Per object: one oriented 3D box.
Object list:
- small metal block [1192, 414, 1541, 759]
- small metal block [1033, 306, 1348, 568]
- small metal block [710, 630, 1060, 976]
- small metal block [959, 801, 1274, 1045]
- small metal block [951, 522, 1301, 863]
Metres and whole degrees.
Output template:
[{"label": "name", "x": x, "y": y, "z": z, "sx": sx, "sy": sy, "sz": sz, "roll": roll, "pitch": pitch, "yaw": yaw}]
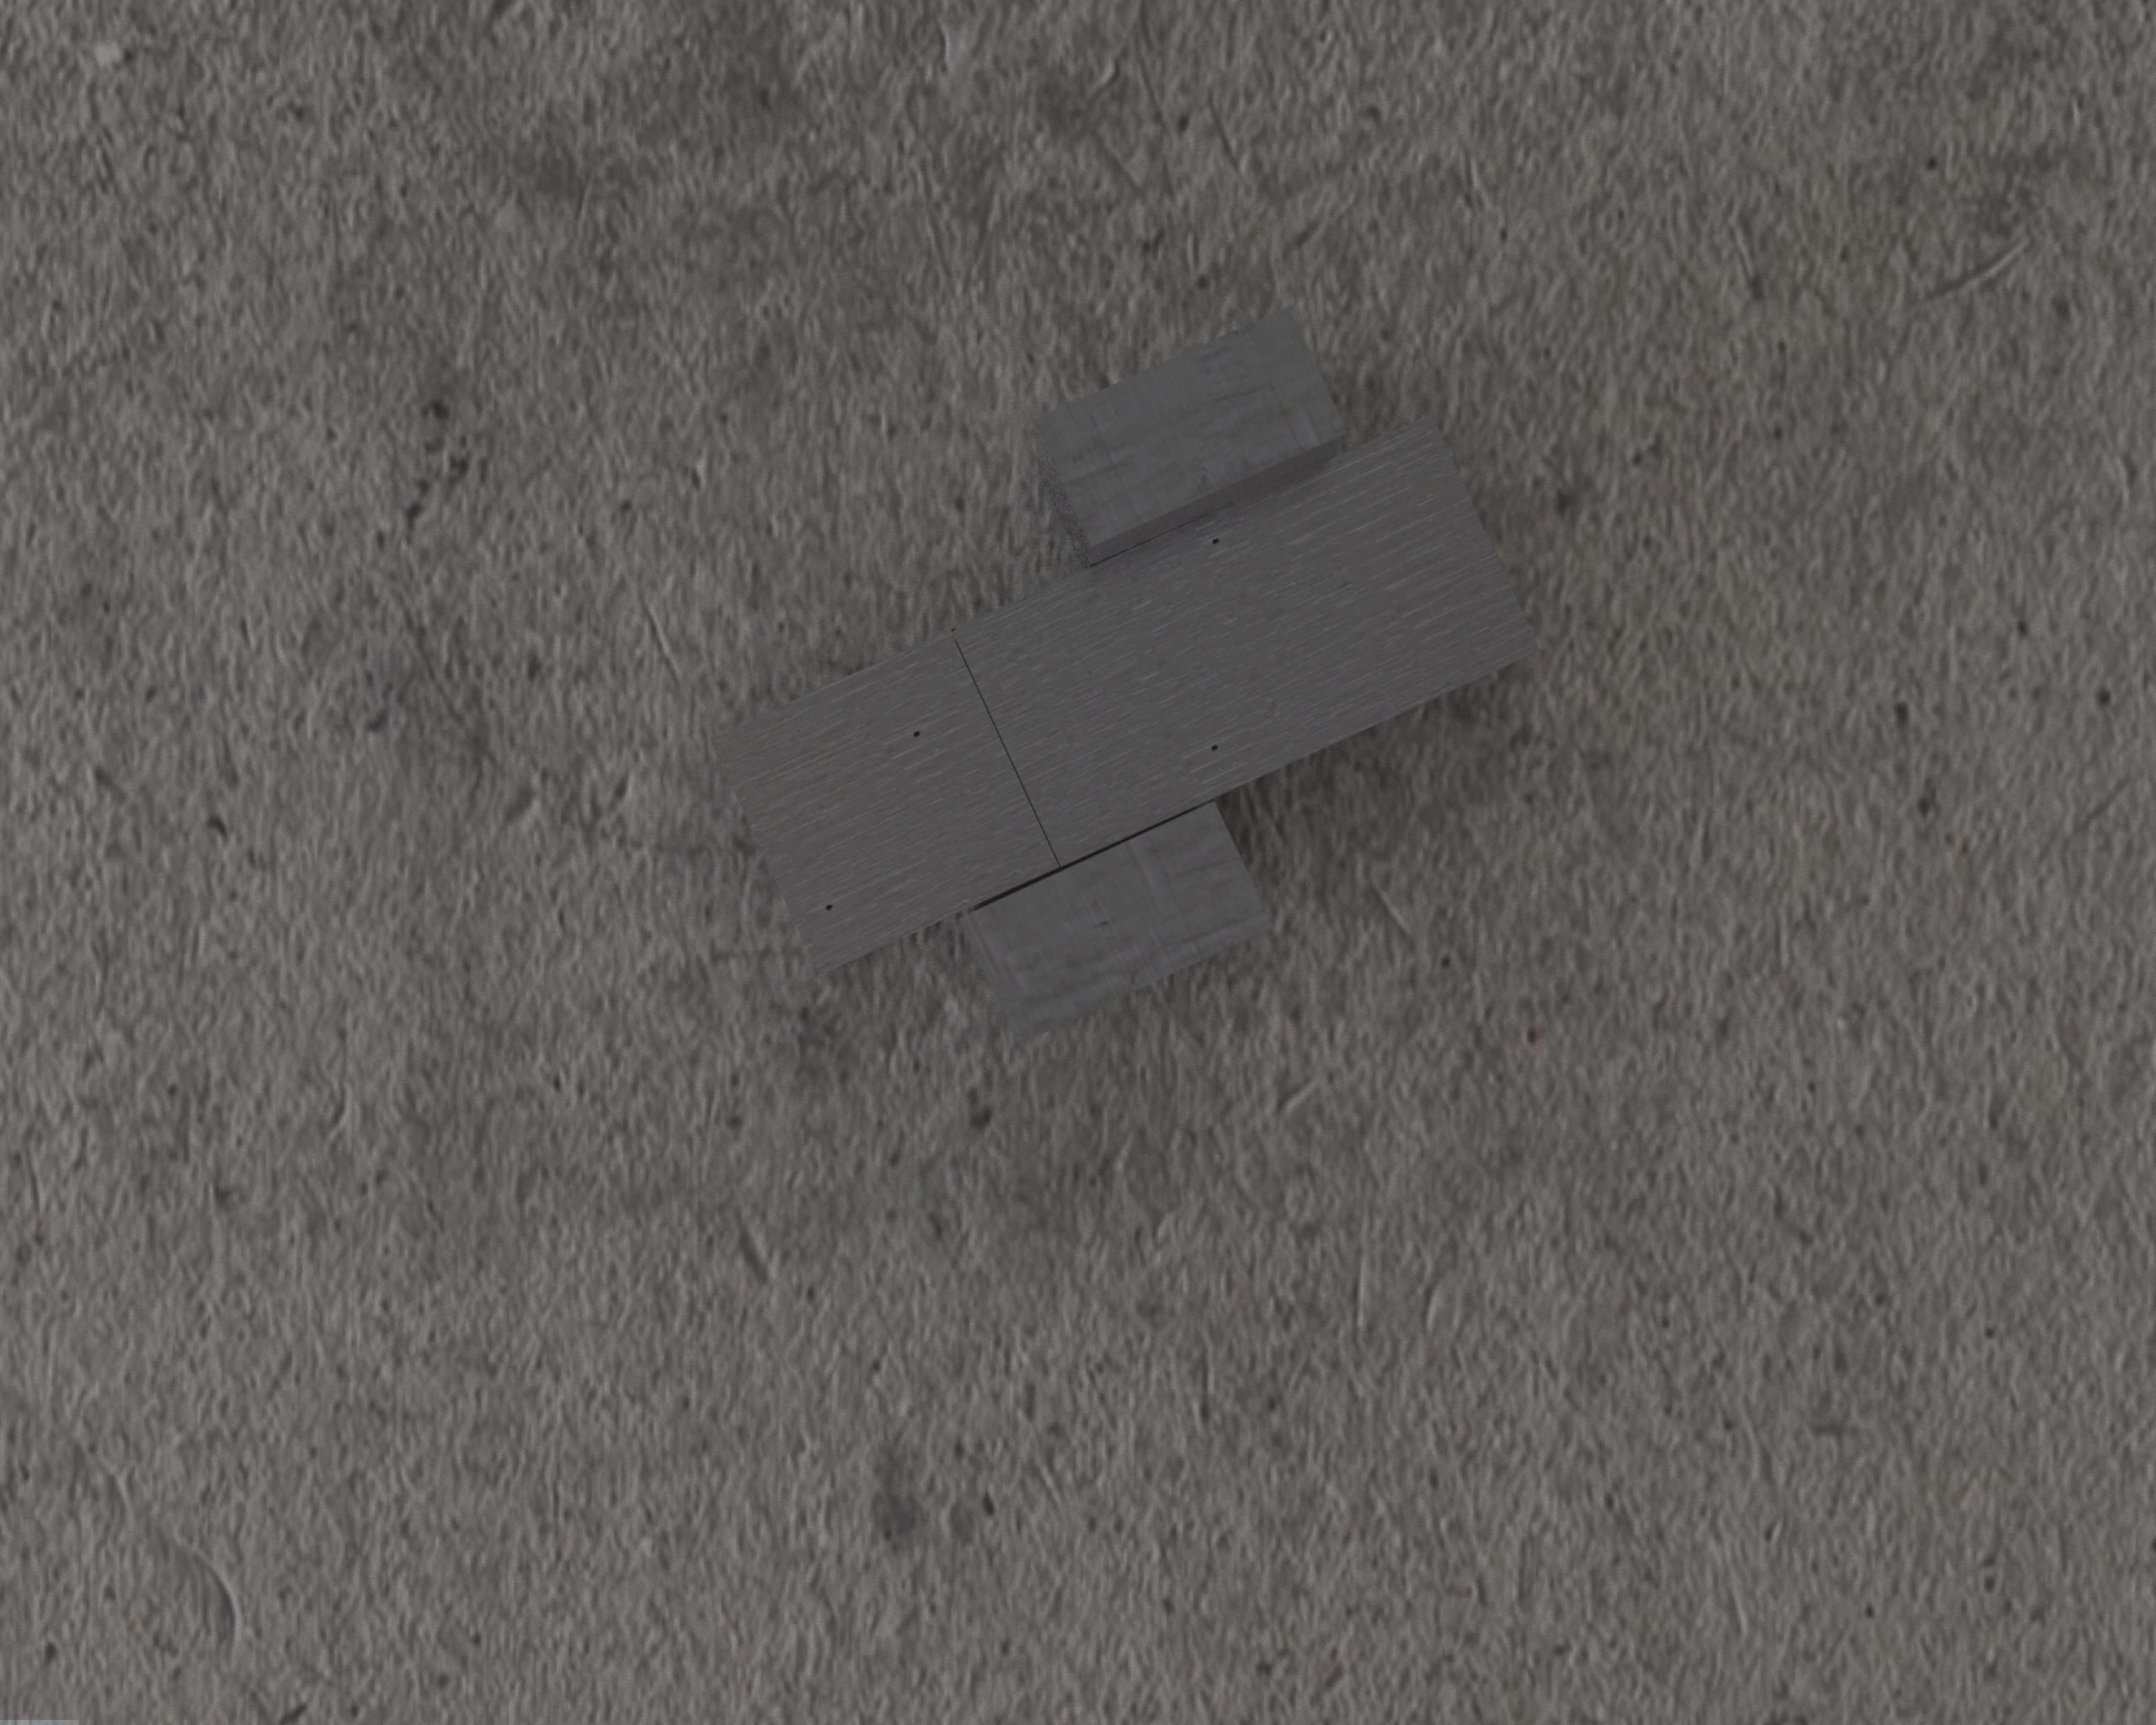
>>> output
[{"label": "small metal block", "x": 0.055, "y": -0.053, "z": 0.410, "sx": 0.050, "sy": 0.025, "sz": 0.050, "roll": -25, "pitch": 90, "yaw": 0}, {"label": "small metal block", "x": 0.020, "y": -0.078, "z": 0.397, "sx": 0.050, "sy": 0.050, "sz": 0.025, "roll": -24, "pitch": 90, "yaw": 0}, {"label": "small metal block", "x": -0.037, "y": -0.011, "z": 0.410, "sx": 0.050, "sy": 0.025, "sz": 0.050, "roll": -25, "pitch": 90, "yaw": 0}, {"label": "small metal block", "x": 0.007, "y": 0.011, "z": 0.397, "sx": 0.050, "sy": 0.050, "sz": 0.025, "roll": -25, "pitch": 90, "yaw": 0}, {"label": "small metal block", "x": 0.009, "y": -0.032, "z": 0.410, "sx": 0.050, "sy": 0.025, "sz": 0.050, "roll": -25, "pitch": 90, "yaw": 0}]
